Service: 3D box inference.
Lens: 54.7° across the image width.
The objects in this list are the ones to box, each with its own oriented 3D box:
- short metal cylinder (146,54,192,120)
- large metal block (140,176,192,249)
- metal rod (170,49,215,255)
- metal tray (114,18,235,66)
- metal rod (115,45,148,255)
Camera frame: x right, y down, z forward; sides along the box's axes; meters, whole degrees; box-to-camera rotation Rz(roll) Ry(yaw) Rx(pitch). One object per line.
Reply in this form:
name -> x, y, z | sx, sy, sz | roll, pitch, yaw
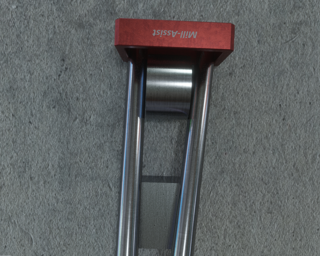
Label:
short metal cylinder -> 0.010, -0.050, 0.384 | 0.050, 0.080, 0.079 | 2, 90, -1
large metal block -> 0.002, 0.105, 0.397 | 0.081, 0.050, 0.079 | 2, 90, -1
metal rod -> 0.038, 0.045, 0.365 | 0.025, 0.025, 0.299 | 9, 75, -1
metal tray -> 0.016, -0.102, 0.378 | 0.131, 0.090, 0.030 | 2, 90, -1
metal rod -> -0.033, 0.042, 0.365 | 0.025, 0.025, 0.299 | 2, 75, -1
